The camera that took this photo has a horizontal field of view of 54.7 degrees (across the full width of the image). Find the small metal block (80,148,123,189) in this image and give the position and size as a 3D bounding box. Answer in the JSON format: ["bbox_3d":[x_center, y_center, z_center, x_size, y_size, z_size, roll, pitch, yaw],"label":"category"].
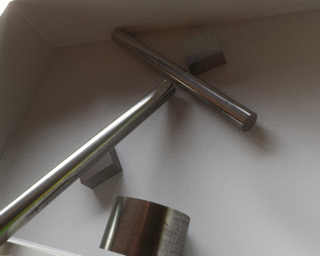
[{"bbox_3d":[-0.085,0.046,0.420,0.050,0.025,0.050,-33,52,6],"label":"small metal block"}]

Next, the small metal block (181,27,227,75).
[{"bbox_3d":[0.062,-0.107,0.438,0.050,0.025,0.050,-20,54,16],"label":"small metal block"}]

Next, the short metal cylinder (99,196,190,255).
[{"bbox_3d":[-0.014,0.106,0.312,0.080,0.080,0.050,3,63,29],"label":"short metal cylinder"}]

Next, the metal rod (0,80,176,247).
[{"bbox_3d":[-0.076,0.026,0.344,0.025,0.025,0.302,16,43,34],"label":"metal rod"}]

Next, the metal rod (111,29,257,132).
[{"bbox_3d":[0.014,-0.084,0.448,0.025,0.025,0.300,-46,51,-4],"label":"metal rod"}]
